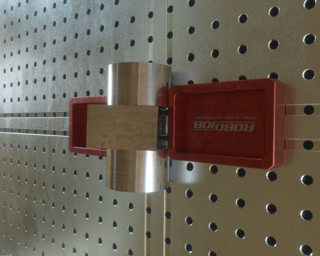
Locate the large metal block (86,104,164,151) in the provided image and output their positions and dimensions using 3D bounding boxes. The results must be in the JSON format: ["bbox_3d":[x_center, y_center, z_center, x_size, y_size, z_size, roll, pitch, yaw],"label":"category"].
[{"bbox_3d":[-0.039,-0.001,0.387,0.080,0.080,0.050,2,91,6],"label":"large metal block"}]

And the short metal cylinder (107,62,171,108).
[{"bbox_3d":[-0.026,-0.052,0.395,0.080,0.081,0.050,2,91,40],"label":"short metal cylinder"}]

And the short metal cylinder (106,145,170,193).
[{"bbox_3d":[-0.028,0.049,0.396,0.080,0.081,0.050,3,92,40],"label":"short metal cylinder"}]

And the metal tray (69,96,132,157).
[{"bbox_3d":[-0.091,-0.003,0.481,0.130,0.030,0.089,2,91,40],"label":"metal tray"}]

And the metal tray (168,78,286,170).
[{"bbox_3d":[0.069,-0.005,0.349,0.130,0.030,0.089,1,91,40],"label":"metal tray"}]
